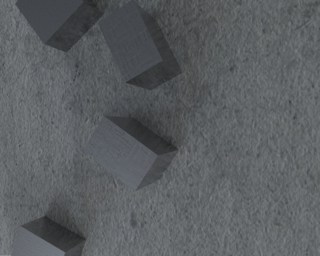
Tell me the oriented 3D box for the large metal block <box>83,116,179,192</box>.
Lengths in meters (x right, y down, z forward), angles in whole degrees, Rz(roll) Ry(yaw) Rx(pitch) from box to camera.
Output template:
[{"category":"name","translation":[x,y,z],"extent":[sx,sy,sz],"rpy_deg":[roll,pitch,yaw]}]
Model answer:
[{"category":"large metal block","translation":[-0.033,0.028,0.390],"extent":[0.080,0.080,0.050],"rpy_deg":[35,101,16]}]

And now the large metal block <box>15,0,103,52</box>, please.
[{"category":"large metal block","translation":[-0.144,-0.171,0.445],"extent":[0.080,0.050,0.080],"rpy_deg":[-40,78,15]}]

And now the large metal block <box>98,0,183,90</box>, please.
[{"category":"large metal block","translation":[-0.021,-0.098,0.386],"extent":[0.050,0.080,0.080],"rpy_deg":[-28,81,18]}]

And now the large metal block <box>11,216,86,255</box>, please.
[{"category":"large metal block","translation":[-0.166,0.189,0.453],"extent":[0.080,0.050,0.080],"rpy_deg":[21,97,18]}]
